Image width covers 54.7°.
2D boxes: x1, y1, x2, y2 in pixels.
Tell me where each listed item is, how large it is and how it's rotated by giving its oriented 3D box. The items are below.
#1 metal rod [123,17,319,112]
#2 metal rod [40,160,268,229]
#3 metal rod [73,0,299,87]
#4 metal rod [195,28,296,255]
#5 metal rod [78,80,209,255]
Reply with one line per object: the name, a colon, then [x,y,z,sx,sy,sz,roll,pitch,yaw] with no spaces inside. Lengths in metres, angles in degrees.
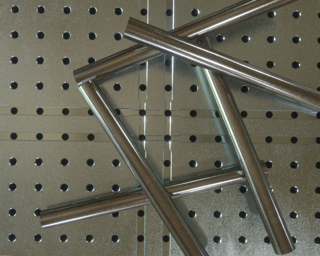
metal rod: [0.102,-0.071,0.388,0.302,0.025,0.025,18,90,-11]
metal rod: [-0.007,0.088,0.413,0.302,0.025,0.025,-13,90,-1]
metal rod: [0.031,-0.117,0.390,0.301,0.025,0.025,-20,90,8]
metal rod: [0.100,0.010,0.395,0.025,0.025,0.299,-20,83,0]
metal rod: [-0.011,0.070,0.388,0.025,0.025,0.299,-33,87,0]
